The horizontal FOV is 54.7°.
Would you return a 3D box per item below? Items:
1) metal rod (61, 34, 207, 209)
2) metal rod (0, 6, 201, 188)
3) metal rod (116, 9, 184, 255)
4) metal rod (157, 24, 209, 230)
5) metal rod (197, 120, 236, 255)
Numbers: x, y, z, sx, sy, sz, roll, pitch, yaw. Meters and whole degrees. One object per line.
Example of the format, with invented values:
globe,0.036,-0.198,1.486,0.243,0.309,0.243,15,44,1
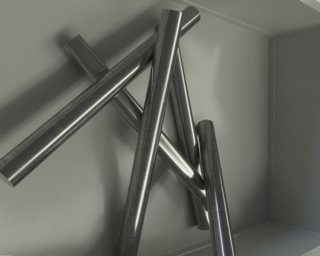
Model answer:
metal rod,-0.005,0.013,0.386,0.300,0.025,0.025,49,61,-23
metal rod,-0.043,-0.055,0.332,0.301,0.025,0.025,-48,119,-32
metal rod,-0.014,0.020,0.355,0.025,0.025,0.298,5,100,-40
metal rod,0.038,0.004,0.440,0.025,0.025,0.298,-20,103,-39
metal rod,0.071,0.109,0.373,0.025,0.025,0.300,35,38,-35
